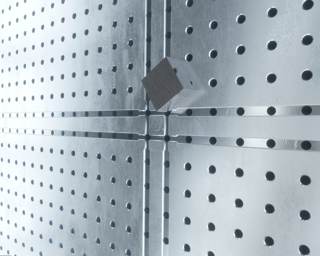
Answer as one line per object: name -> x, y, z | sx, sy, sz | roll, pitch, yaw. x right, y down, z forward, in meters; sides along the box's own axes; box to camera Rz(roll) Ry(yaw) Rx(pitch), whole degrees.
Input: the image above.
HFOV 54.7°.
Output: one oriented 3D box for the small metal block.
small metal block -> 0.010, -0.055, 0.400 | 0.050, 0.025, 0.050 | -39, 67, 33
